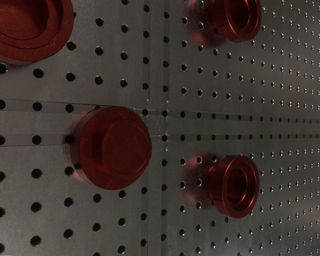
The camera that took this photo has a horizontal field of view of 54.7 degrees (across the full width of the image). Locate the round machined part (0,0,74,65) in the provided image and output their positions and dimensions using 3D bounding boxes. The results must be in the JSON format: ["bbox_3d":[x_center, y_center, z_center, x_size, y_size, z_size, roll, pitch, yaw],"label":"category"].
[{"bbox_3d":[-0.135,-0.108,0.286,0.099,0.042,0.097,0,90,-40],"label":"round machined part"}]

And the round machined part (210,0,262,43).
[{"bbox_3d":[0.119,-0.186,0.500,0.099,0.042,0.097,0,90,-40],"label":"round machined part"}]

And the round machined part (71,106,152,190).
[{"bbox_3d":[-0.048,0.023,0.359,0.099,0.042,0.097,0,90,-40],"label":"round machined part"}]

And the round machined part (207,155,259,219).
[{"bbox_3d":[0.114,0.092,0.497,0.099,0.042,0.097,0,90,-40],"label":"round machined part"}]
